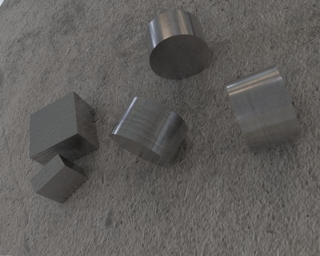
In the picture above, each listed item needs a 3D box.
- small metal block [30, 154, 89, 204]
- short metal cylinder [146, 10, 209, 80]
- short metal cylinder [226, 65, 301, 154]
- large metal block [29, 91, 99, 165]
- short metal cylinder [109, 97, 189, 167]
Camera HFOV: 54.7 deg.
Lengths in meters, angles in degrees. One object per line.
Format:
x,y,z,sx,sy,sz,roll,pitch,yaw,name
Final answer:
-0.134,0.069,0.416,0.050,0.050,0.025,-44,51,-2,small metal block
0.023,-0.112,0.426,0.080,0.080,0.050,-20,54,16,short metal cylinder
0.107,-0.019,0.324,0.050,0.080,0.080,-20,54,17,short metal cylinder
-0.143,0.005,0.460,0.080,0.050,0.080,-26,53,12,large metal block
-0.013,0.006,0.372,0.080,0.080,0.050,16,71,34,short metal cylinder
